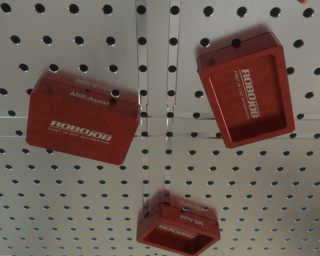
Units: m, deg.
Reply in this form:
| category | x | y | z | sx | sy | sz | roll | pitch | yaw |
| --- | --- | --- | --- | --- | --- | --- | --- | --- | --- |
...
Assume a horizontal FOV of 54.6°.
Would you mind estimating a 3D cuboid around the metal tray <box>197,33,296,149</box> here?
| category | x | y | z | sx | sy | sz | roll | pitch | yaw |
| --- | --- | --- | --- | --- | --- | --- | --- | --- | --- |
| metal tray | 0.107 | -0.038 | 0.376 | 0.090 | 0.030 | 0.130 | -17 | 128 | 14 |

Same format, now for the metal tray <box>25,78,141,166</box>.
| category | x | y | z | sx | sy | sz | roll | pitch | yaw |
| --- | --- | --- | --- | --- | --- | --- | --- | --- | --- |
| metal tray | -0.100 | -0.004 | 0.404 | 0.131 | 0.030 | 0.089 | 15 | 129 | -13 |

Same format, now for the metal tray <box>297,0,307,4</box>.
| category | x | y | z | sx | sy | sz | roll | pitch | yaw |
| --- | --- | --- | --- | --- | --- | --- | --- | --- | --- |
| metal tray | 0.060 | -0.153 | 0.238 | 0.131 | 0.090 | 0.030 | 22 | 127 | -18 |

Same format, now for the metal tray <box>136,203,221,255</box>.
| category | x | y | z | sx | sy | sz | roll | pitch | yaw |
| --- | --- | --- | --- | --- | --- | --- | --- | --- | --- |
| metal tray | 0.034 | 0.192 | 0.571 | 0.131 | 0.030 | 0.090 | 24 | 126 | -19 |
